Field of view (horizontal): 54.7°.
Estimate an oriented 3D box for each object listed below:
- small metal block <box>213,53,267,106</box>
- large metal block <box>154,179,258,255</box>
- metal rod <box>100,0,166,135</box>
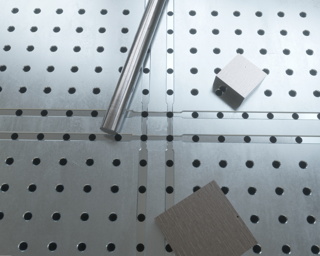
[{"bbox_3d":[0.112,-0.069,0.438,0.050,0.025,0.050,42,75,13],"label":"small metal block"},{"bbox_3d":[0.049,0.118,0.355,0.080,0.050,0.080,-31,73,-11],"label":"large metal block"},{"bbox_3d":[-0.026,-0.131,0.459,0.025,0.025,0.299,15,71,5],"label":"metal rod"}]
